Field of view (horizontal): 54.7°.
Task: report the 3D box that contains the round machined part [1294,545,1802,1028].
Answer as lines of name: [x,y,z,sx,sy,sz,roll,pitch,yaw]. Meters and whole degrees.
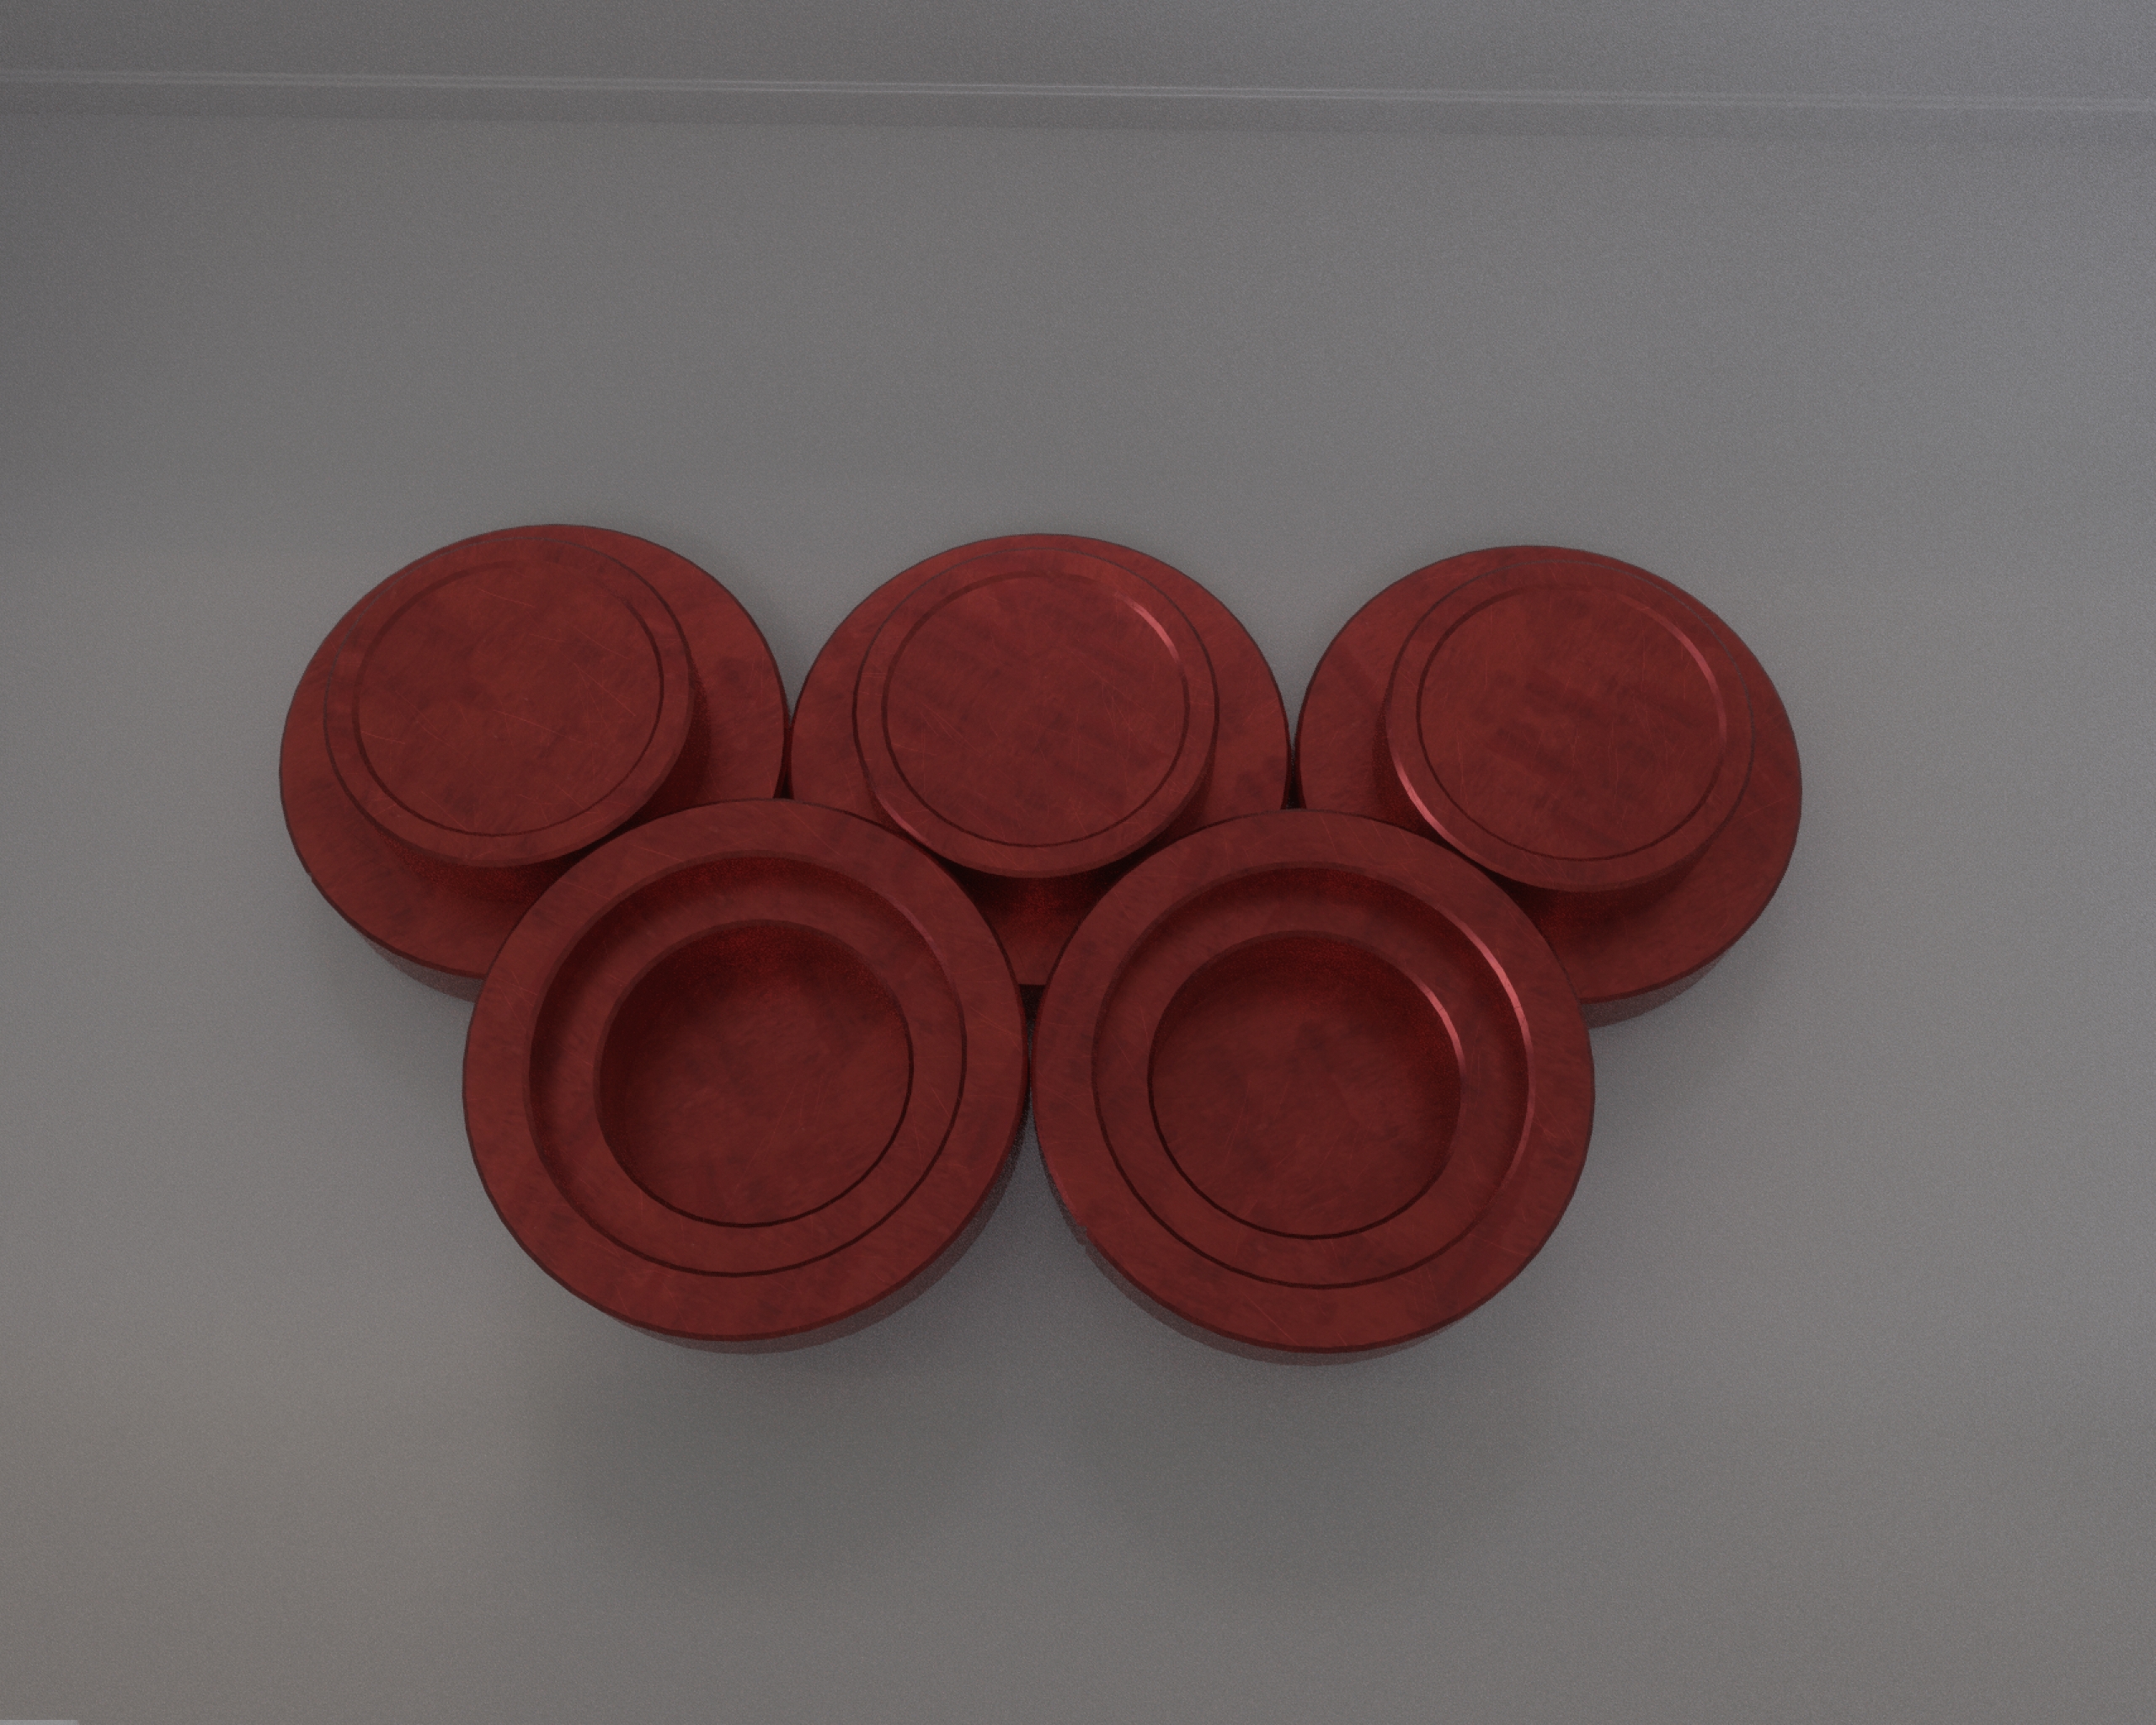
round machined part: [0.091,-0.019,0.405,0.099,0.042,0.098,0,69,0]

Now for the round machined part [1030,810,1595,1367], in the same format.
round machined part: [0.041,0.043,0.383,0.099,0.042,0.098,0,70,0]

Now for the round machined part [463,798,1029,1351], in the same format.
round machined part: [-0.058,0.041,0.383,0.099,0.042,0.098,0,70,0]

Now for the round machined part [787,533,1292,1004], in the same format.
round machined part: [-0.008,-0.022,0.406,0.099,0.042,0.098,0,69,0]

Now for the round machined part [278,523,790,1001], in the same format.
round machined part: [-0.106,-0.024,0.406,0.099,0.042,0.098,0,69,-1]
